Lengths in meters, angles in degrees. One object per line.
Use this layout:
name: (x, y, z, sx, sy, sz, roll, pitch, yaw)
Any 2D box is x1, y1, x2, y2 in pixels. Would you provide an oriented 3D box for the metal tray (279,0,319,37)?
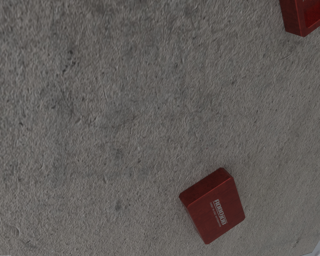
metal tray: (0.217, -0.193, 0.402, 0.130, 0.030, 0.090, -36, 129, -4)

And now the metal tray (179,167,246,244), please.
metal tray: (0.095, 0.139, 0.541, 0.090, 0.030, 0.130, -31, 129, -8)
